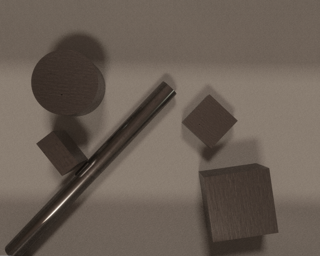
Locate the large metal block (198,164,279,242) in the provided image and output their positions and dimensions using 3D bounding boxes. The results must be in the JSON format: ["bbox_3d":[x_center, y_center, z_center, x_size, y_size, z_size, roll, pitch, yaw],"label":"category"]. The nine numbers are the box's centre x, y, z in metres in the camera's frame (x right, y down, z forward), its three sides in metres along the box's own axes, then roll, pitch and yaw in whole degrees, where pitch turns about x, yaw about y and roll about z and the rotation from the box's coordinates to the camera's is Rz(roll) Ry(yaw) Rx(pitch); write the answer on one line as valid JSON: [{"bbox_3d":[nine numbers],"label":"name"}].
[{"bbox_3d":[0.098,0.093,0.400,0.081,0.050,0.080,-8,90,-1],"label":"large metal block"}]

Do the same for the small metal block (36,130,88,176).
[{"bbox_3d":[-0.124,0.031,0.397,0.025,0.050,0.050,-38,90,0],"label":"small metal block"}]

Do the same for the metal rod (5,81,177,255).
[{"bbox_3d":[-0.090,0.055,0.410,0.025,0.025,0.300,44,90,-1],"label":"metal rod"}]

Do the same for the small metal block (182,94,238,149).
[{"bbox_3d":[0.065,-0.009,0.412,0.050,0.025,0.050,43,90,-1],"label":"small metal block"}]

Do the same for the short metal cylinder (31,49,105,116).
[{"bbox_3d":[-0.115,-0.055,0.397,0.081,0.050,0.079,0,90,-1],"label":"short metal cylinder"}]
